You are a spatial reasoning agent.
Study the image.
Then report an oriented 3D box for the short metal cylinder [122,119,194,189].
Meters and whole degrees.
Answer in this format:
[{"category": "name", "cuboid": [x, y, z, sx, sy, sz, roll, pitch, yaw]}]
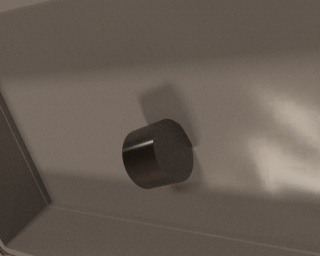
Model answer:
[{"category": "short metal cylinder", "cuboid": [-0.001, 0.034, 0.393, 0.050, 0.080, 0.080, -20, 108, 35]}]
